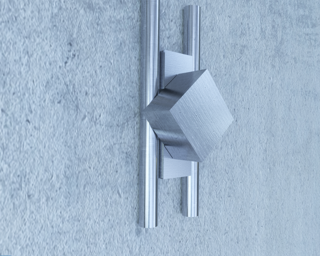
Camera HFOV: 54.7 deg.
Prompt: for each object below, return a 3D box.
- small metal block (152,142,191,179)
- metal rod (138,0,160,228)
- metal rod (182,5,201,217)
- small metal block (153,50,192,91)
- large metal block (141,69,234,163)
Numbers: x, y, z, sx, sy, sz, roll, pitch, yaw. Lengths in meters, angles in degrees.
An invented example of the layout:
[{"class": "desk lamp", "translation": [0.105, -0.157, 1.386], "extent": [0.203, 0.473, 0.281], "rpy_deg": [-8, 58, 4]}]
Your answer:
[{"class": "small metal block", "translation": [0.016, 0.041, 0.420], "extent": [0.050, 0.025, 0.050], "rpy_deg": [1, 90, -40]}, {"class": "metal rod", "translation": [-0.013, -0.025, 0.397], "extent": [0.025, 0.025, 0.298], "rpy_deg": [1, 90, -40]}, {"class": "metal rod", "translation": [0.045, -0.024, 0.447], "extent": [0.025, 0.025, 0.298], "rpy_deg": [1, 90, -40]}, {"class": "small metal block", "translation": [0.017, -0.075, 0.421], "extent": [0.050, 0.025, 0.050], "rpy_deg": [1, 90, -40]}, {"class": "large metal block", "translation": [0.037, -0.015, 0.388], "extent": [0.080, 0.050, 0.080], "rpy_deg": [-49, 119, -29]}]
